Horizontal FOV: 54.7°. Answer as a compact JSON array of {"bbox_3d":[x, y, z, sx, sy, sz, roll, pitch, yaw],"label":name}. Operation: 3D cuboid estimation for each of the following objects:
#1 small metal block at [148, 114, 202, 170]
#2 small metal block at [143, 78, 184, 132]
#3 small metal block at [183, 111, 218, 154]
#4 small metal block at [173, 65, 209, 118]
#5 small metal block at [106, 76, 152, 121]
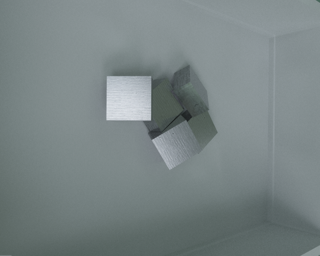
[{"bbox_3d":[0.020,0.018,0.408,0.050,0.025,0.050,-31,113,-3],"label":"small metal block"},{"bbox_3d":[-0.002,-0.030,0.404,0.050,0.025,0.050,-45,118,-31],"label":"small metal block"},{"bbox_3d":[0.052,0.001,0.450,0.050,0.025,0.050,-43,117,-31],"label":"small metal block"},{"bbox_3d":[0.043,-0.051,0.428,0.050,0.025,0.050,51,25,-28],"label":"small metal block"},{"bbox_3d":[-0.034,-0.033,0.360,0.050,0.025,0.050,0,89,3],"label":"small metal block"}]
